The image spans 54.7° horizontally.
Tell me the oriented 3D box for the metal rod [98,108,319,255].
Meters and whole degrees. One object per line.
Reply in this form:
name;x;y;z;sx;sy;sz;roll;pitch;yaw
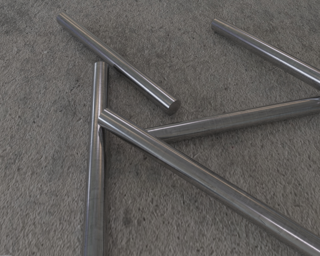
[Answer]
metal rod;0.054;0.059;0.339;0.300;0.025;0.025;31;57;18

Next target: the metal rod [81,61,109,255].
metal rod;-0.076;0.021;0.384;0.025;0.025;0.300;-4;50;-4

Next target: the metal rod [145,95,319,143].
metal rod;0.127;-0.015;0.416;0.302;0.025;0.025;-11;51;-9

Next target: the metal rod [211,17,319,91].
metal rod;0.185;-0.104;0.470;0.025;0.025;0.300;-27;49;-21

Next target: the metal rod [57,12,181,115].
metal rod;-0.080;-0.114;0.498;0.025;0.025;0.300;-34;58;-25
